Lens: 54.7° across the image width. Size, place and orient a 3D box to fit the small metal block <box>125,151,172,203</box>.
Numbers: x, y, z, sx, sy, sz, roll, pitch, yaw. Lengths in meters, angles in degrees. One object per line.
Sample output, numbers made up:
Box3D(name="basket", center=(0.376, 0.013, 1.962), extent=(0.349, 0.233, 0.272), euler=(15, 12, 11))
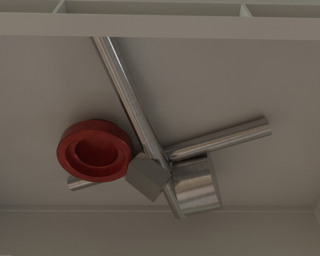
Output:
Box3D(name="small metal block", center=(-0.017, 0.065, 0.409), extent=(0.050, 0.025, 0.050), euler=(36, 147, 12))

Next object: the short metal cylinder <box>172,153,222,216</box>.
Box3D(name="short metal cylinder", center=(0.054, 0.080, 0.440), extent=(0.050, 0.080, 0.080), euler=(-15, 129, 12))

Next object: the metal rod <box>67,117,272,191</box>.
Box3D(name="metal rod", center=(0.004, 0.041, 0.443), extent=(0.301, 0.025, 0.025), euler=(-18, 128, 14))

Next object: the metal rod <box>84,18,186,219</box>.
Box3D(name="metal rod", center=(-0.016, 0.011, 0.393), extent=(0.025, 0.025, 0.299), euler=(-15, 122, 12))

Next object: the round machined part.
Box3D(name="round machined part", center=(-0.084, 0.026, 0.418), extent=(0.099, 0.042, 0.097), euler=(-1, 130, 0))
